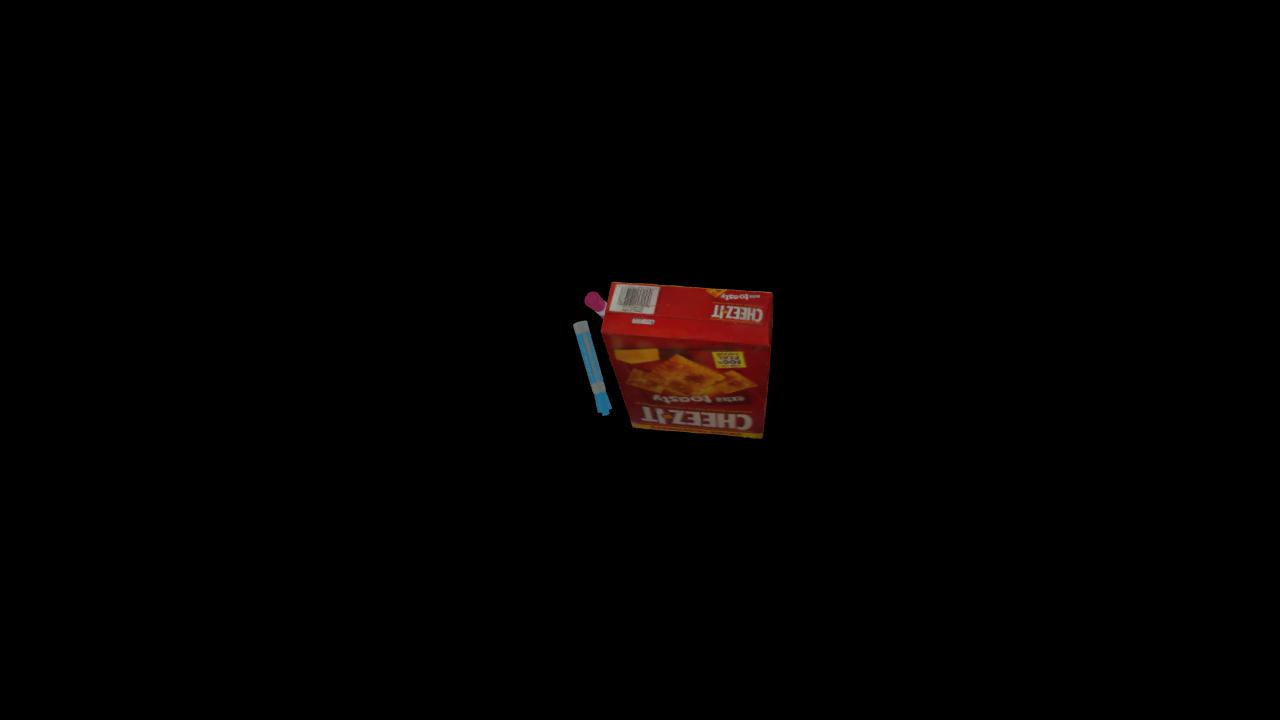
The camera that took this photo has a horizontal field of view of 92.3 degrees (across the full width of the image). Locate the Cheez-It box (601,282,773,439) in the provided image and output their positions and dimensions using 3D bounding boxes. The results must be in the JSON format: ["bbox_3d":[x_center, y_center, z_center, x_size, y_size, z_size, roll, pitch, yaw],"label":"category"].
[{"bbox_3d":[0.059,0.009,0.681,0.166,0.071,0.223,5,-30,12],"label":"Cheez-It box"}]

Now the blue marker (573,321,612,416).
[{"bbox_3d":[-0.058,0.011,0.766,0.020,0.121,0.020,-16,-6,-2],"label":"blue marker"}]

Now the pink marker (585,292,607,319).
[{"bbox_3d":[-0.038,-0.055,0.736,0.020,0.020,0.121,0,-13,17],"label":"pink marker"}]
